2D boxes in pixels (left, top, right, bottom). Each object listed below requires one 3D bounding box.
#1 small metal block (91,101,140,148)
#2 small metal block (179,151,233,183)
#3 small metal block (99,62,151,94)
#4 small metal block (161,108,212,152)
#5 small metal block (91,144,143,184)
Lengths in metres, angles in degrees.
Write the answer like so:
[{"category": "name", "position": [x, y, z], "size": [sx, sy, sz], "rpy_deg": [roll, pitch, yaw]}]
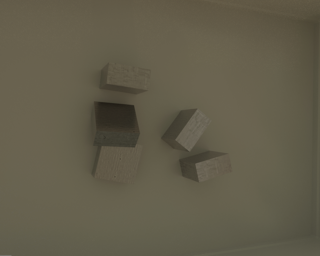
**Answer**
[{"category": "small metal block", "position": [-0.055, -0.004, 0.376], "size": [0.050, 0.025, 0.050], "rpy_deg": [4, 44, -20]}, {"category": "small metal block", "position": [0.061, 0.051, 0.421], "size": [0.050, 0.050, 0.025], "rpy_deg": [-14, 95, -20]}, {"category": "small metal block", "position": [-0.044, -0.060, 0.382], "size": [0.050, 0.050, 0.025], "rpy_deg": [7, 88, -20]}, {"category": "small metal block", "position": [0.034, 0.002, 0.411], "size": [0.025, 0.050, 0.050], "rpy_deg": [40, 77, -16]}, {"category": "small metal block", "position": [-0.054, 0.041, 0.391], "size": [0.050, 0.025, 0.050], "rpy_deg": [14, 85, -20]}]
